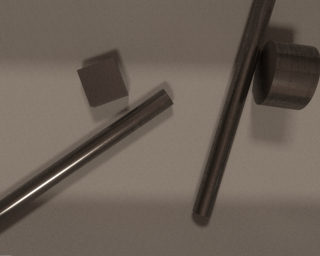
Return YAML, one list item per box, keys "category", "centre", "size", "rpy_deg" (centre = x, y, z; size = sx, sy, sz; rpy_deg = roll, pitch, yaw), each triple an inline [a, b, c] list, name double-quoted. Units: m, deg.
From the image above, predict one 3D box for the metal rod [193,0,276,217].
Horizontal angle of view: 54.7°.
- category: "metal rod"
  centre: [0.099, -0.029, 0.412]
  size: [0.025, 0.025, 0.298]
  rpy_deg: [17, 90, -1]

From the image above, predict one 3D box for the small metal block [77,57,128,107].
- category: "small metal block"
  centre: [-0.075, -0.060, 0.410]
  size: [0.050, 0.025, 0.050]
  rpy_deg: [-20, 90, -1]

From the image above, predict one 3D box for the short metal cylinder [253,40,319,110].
- category: "short metal cylinder"
  centre: [0.154, -0.065, 0.386]
  size: [0.050, 0.080, 0.080]
  rpy_deg: [8, 90, -1]

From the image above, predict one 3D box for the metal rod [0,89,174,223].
- category: "metal rod"
  centre: [-0.113, 0.043, 0.409]
  size: [0.301, 0.025, 0.025]
  rpy_deg: [-35, 90, -1]
